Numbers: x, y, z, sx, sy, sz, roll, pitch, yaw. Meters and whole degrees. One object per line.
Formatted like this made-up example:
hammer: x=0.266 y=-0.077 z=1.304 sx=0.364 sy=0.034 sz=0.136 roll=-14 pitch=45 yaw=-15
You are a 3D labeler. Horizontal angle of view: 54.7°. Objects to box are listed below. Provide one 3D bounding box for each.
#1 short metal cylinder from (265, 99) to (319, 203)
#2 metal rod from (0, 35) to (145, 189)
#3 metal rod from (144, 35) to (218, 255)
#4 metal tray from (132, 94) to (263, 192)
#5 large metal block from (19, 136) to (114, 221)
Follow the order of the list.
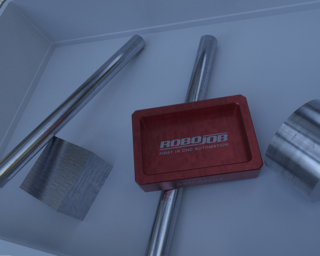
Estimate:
short metal cylinder: x=0.144 y=0.021 z=0.282 sx=0.080 sy=0.080 sz=0.050 roll=-44 pitch=51 yaw=-2
metal rod: x=-0.118 y=-0.039 z=0.444 sx=0.025 sy=0.025 sz=0.301 roll=18 pitch=57 yaw=35
metal rod: x=0.033 y=0.007 z=0.383 sx=0.025 sy=0.025 sz=0.300 roll=2 pitch=62 yaw=29
metal tray: x=0.037 y=0.017 z=0.345 sx=0.131 sy=0.030 sz=0.090 roll=-8 pitch=62 yaw=5
large metal block: x=-0.123 y=0.065 z=0.413 sx=0.080 sy=0.050 sz=0.080 roll=17 pitch=70 yaw=34
